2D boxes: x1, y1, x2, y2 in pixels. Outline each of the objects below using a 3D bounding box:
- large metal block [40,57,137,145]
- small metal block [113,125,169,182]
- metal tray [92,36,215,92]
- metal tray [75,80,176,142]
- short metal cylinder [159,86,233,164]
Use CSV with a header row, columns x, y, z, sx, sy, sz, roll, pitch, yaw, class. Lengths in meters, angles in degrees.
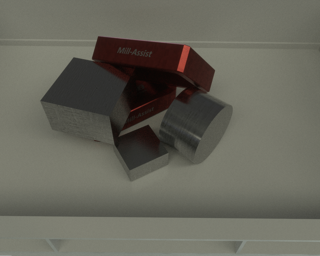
x,y,z,sx,sy,sz,roll,pitch,yaw,class
-0.080,-0.034,0.373,0.080,0.050,0.080,13,51,10,large metal block
-0.024,0.030,0.378,0.050,0.025,0.050,-23,54,-19,small metal block
-0.008,-0.080,0.390,0.130,0.090,0.030,15,89,30,metal tray
-0.054,-0.045,0.436,0.131,0.030,0.090,-27,55,-22,metal tray
0.044,-0.004,0.372,0.050,0.080,0.080,32,57,24,short metal cylinder
